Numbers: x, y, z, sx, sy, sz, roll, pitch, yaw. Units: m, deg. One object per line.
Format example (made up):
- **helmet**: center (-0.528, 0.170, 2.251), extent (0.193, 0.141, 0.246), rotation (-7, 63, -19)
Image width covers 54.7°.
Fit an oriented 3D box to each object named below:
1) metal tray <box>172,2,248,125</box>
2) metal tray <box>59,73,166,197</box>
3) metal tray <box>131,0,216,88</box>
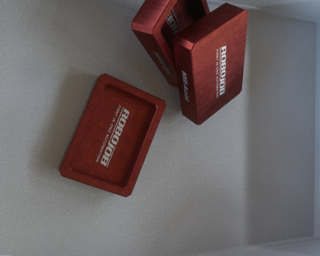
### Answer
- **metal tray**: center (0.065, -0.075, 0.387), extent (0.090, 0.030, 0.129), rotation (-37, 144, -20)
- **metal tray**: center (-0.058, 0.010, 0.386), extent (0.090, 0.030, 0.130), rotation (24, 82, -19)
- **metal tray**: center (0.025, -0.114, 0.373), extent (0.090, 0.030, 0.130), rotation (-60, 151, -10)
